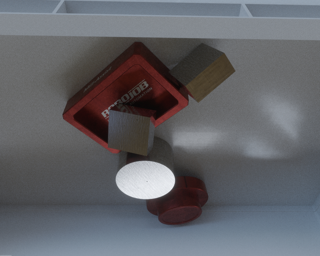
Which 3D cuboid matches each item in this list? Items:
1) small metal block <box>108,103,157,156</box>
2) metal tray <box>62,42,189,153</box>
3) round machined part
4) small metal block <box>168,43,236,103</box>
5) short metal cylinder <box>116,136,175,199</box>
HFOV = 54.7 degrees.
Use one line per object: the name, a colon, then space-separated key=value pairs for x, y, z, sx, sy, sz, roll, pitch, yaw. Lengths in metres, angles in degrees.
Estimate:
small metal block: x=-0.034 y=0.002 z=0.376 sx=0.050 sy=0.025 sz=0.050 roll=11 pitch=114 yaw=12
metal tray: x=-0.042 y=-0.031 z=0.378 sx=0.130 sy=0.030 sz=0.090 roll=-34 pitch=123 yaw=25
round machined part: x=0.028 y=0.119 z=0.487 sx=0.099 sy=0.042 sz=0.097 roll=-7 pitch=141 yaw=-5
small metal block: x=0.043 y=-0.060 z=0.332 sx=0.050 sy=0.050 sz=0.025 roll=-41 pitch=122 yaw=2
short metal cylinder: x=-0.020 y=0.056 z=0.441 sx=0.081 sy=0.050 sz=0.079 roll=0 pitch=130 yaw=0
